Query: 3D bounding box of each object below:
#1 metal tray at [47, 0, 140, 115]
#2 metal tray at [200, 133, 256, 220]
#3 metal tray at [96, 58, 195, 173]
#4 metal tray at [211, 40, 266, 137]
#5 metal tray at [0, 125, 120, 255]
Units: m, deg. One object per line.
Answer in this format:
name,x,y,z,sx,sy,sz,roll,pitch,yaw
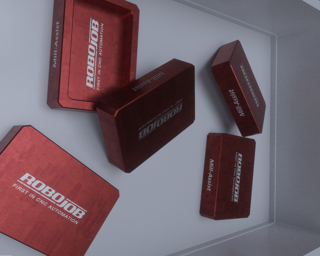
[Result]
metal tray,-0.071,-0.082,0.343,0.091,0.030,0.129,5,87,-40
metal tray,0.111,0.077,0.496,0.091,0.030,0.129,11,83,-39
metal tray,-0.009,-0.017,0.373,0.131,0.030,0.089,-36,137,-34
metal tray,0.128,-0.062,0.490,0.130,0.030,0.090,59,36,-23
metal tray,-0.113,0.069,0.309,0.130,0.030,0.090,45,63,-31
